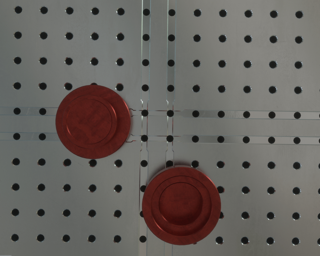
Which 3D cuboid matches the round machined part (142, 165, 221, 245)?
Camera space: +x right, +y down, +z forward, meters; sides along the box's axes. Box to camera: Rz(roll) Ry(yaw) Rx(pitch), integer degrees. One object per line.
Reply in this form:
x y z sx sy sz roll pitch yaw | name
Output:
0.027 0.097 0.405 0.099 0.042 0.097 0 90 0 | round machined part

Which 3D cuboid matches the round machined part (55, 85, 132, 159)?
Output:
-0.088 -0.008 0.404 0.099 0.042 0.097 0 90 0 | round machined part
